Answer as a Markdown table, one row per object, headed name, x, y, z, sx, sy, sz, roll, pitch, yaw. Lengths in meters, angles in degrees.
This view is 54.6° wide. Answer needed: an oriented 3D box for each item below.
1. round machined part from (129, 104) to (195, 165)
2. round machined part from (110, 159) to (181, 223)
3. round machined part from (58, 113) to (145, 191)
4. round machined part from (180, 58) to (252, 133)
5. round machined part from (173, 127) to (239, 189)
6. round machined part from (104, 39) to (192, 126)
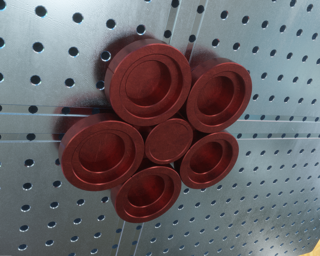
| name | x | y | z | sx | sy | sz | roll | pitch | yaw |
| --- | --- | --- | --- | --- | --- | --- | --- | --- | --- |
| round machined part | 0.004 | 0.009 | 0.406 | 0.099 | 0.042 | 0.097 | -14 | 124 | -21 |
| round machined part | -0.023 | 0.083 | 0.437 | 0.099 | 0.042 | 0.097 | -14 | 124 | -21 |
| round machined part | -0.072 | 0.025 | 0.375 | 0.099 | 0.042 | 0.097 | -14 | 124 | -21 |
| round machined part | 0.068 | -0.045 | 0.408 | 0.099 | 0.042 | 0.097 | -14 | 124 | -21 |
| round machined part | 0.063 | 0.039 | 0.458 | 0.099 | 0.042 | 0.097 | -14 | 124 | -21 |
| round machined part | -0.017 | -0.054 | 0.357 | 0.099 | 0.042 | 0.097 | -14 | 124 | -21 |
